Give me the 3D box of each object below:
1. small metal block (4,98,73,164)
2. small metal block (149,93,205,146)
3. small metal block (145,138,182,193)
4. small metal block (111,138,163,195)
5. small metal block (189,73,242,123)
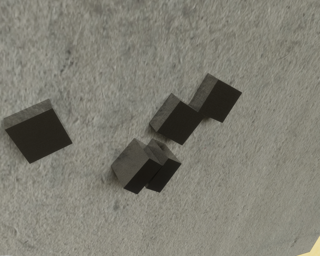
[{"bbox_3d":[-0.132,0.004,0.338,0.050,0.025,0.050,-27,128,-12],"label":"small metal block"},{"bbox_3d":[0.023,-0.011,0.414,0.050,0.025,0.050,29,102,-38],"label":"small metal block"},{"bbox_3d":[-0.005,0.050,0.421,0.025,0.050,0.050,27,103,-38],"label":"small metal block"},{"bbox_3d":[-0.032,0.049,0.405,0.050,0.050,0.025,-49,129,6],"label":"small metal block"},{"bbox_3d":[0.076,-0.040,0.425,0.050,0.025,0.050,20,108,-36],"label":"small metal block"}]
